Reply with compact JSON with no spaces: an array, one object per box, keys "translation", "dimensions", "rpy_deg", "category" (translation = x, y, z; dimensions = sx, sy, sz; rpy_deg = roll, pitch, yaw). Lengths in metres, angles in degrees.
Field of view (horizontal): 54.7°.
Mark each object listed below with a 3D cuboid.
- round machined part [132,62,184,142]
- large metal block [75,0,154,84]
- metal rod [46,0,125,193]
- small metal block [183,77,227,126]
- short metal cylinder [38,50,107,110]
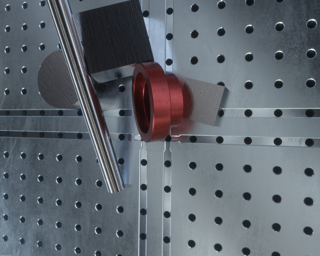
[{"translation":[-0.003,-0.033,0.384],"dimensions":[0.042,0.098,0.097],"rpy_deg":[-7,87,-17],"category":"round machined part"},{"translation":[-0.056,-0.111,0.405],"dimensions":[0.080,0.050,0.080],"rpy_deg":[-14,85,-1],"category":"large metal block"},{"translation":[-0.096,-0.054,0.392],"dimensions":[0.025,0.025,0.298],"rpy_deg":[-8,108,19],"category":"metal rod"},{"translation":[0.053,-0.033,0.393],"dimensions":[0.050,0.025,0.050],"rpy_deg":[17,96,18],"category":"small metal block"},{"translation":[-0.124,-0.067,0.442],"dimensions":[0.080,0.050,0.079],"rpy_deg":[0,90,19],"category":"short metal cylinder"}]
